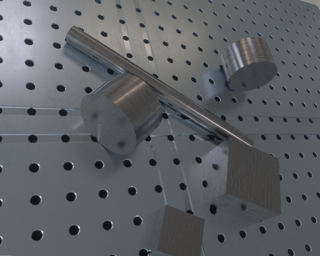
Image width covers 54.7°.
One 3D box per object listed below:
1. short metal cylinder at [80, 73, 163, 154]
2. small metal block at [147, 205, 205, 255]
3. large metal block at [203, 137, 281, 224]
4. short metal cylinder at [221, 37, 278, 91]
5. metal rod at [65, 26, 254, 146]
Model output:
[{"bbox_3d":[-0.044,-0.016,0.359,0.080,0.080,0.050,44,51,2],"label":"short metal cylinder"},{"bbox_3d":[0.019,0.121,0.345,0.050,0.025,0.050,24,53,-14],"label":"small metal block"},{"bbox_3d":[0.108,0.070,0.408,0.080,0.050,0.080,23,53,-14],"label":"large metal block"},{"bbox_3d":[0.147,-0.104,0.516,0.081,0.080,0.050,4,60,-26],"label":"short metal cylinder"},{"bbox_3d":[0.005,-0.051,0.441,0.301,0.025,0.025,31,52,-8],"label":"metal rod"}]
